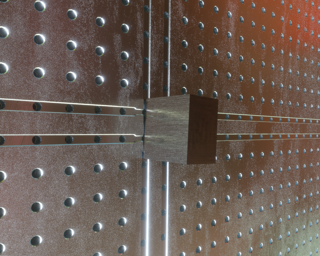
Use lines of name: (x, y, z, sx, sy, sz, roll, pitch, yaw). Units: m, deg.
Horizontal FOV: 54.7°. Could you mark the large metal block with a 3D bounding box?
large metal block: (0.025, 0.002, 0.395, 0.050, 0.080, 0.080, 4, 87, -40)
